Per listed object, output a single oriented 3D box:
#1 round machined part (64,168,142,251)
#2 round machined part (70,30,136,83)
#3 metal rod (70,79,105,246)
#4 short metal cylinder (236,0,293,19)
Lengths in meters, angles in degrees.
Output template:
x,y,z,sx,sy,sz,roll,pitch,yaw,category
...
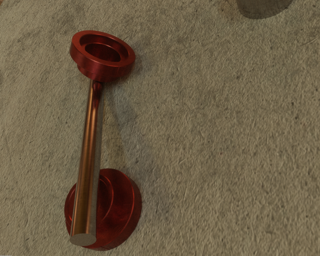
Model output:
x,y,z,sx,sy,sz,roll,pitch,yaw,category
-0.075,0.094,0.375,0.098,0.042,0.098,-13,56,21,round machined part
-0.091,-0.108,0.484,0.042,0.099,0.098,-63,39,37,round machined part
-0.089,0.007,0.408,0.025,0.025,0.300,-23,41,14,metal rod
0.145,-0.201,0.436,0.080,0.050,0.080,-13,56,21,short metal cylinder
